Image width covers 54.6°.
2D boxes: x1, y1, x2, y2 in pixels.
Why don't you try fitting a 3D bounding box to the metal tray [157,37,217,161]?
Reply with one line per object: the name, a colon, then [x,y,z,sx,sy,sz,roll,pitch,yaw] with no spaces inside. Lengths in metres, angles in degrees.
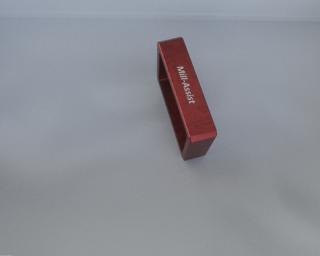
metal tray: [0.028,-0.033,0.385,0.030,0.090,0.130,-15,71,-6]
